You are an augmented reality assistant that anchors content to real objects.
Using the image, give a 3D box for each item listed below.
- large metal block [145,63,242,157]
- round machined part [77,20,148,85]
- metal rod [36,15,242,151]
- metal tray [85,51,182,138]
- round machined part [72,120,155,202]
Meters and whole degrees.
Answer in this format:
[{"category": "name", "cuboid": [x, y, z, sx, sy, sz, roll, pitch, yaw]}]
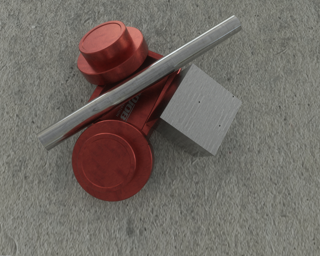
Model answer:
[{"category": "large metal block", "cuboid": [0.042, -0.019, 0.388, 0.080, 0.050, 0.080, 35, 71, -14]}, {"category": "round machined part", "cuboid": [-0.069, -0.107, 0.418, 0.098, 0.042, 0.098, -13, 47, 15]}, {"category": "metal rod", "cuboid": [-0.018, -0.064, 0.402, 0.301, 0.025, 0.025, -34, 74, -12]}, {"category": "metal tray", "cuboid": [-0.036, -0.046, 0.423, 0.090, 0.030, 0.130, 23, 71, 8]}, {"category": "round machined part", "cuboid": [-0.058, 0.039, 0.367, 0.099, 0.042, 0.097, 0, 90, 7]}]
